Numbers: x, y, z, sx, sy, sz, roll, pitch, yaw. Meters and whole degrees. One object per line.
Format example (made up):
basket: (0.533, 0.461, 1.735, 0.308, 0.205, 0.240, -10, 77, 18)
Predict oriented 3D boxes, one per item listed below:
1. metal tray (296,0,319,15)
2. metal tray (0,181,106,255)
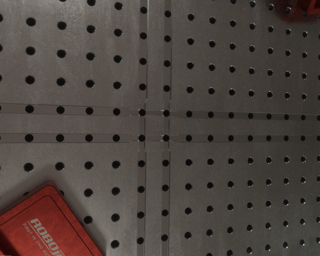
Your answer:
metal tray: (0.271, -0.241, 0.462, 0.091, 0.030, 0.129, -11, 137, -11)
metal tray: (-0.130, 0.139, 0.362, 0.090, 0.030, 0.130, -34, 102, -17)
